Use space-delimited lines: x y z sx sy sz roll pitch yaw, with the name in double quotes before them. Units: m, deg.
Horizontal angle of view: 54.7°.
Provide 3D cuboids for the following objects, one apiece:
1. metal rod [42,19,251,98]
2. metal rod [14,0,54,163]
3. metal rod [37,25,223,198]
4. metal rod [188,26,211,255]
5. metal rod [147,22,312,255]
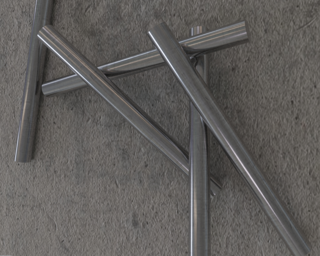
"metal rod" -0.037 -0.082 0.401 0.300 0.025 0.025 -10 87 27
"metal rod" -0.191 -0.096 0.476 0.025 0.025 0.298 10 93 19
"metal rod" -0.040 -0.023 0.395 0.300 0.025 0.025 43 104 4
"metal rod" 0.047 0.024 0.366 0.025 0.025 0.299 -2 80 20
"metal rod" 0.079 0.014 0.350 0.025 0.025 0.299 -33 91 17
